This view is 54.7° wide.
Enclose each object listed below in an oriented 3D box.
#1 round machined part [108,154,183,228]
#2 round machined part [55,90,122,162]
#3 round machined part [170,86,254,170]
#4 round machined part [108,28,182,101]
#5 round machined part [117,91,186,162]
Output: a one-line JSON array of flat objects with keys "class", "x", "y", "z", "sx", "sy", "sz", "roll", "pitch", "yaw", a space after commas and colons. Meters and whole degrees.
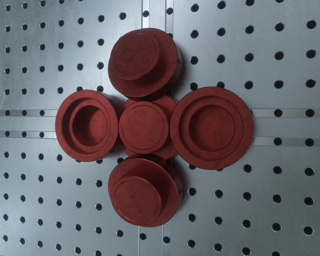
[{"class": "round machined part", "x": -0.024, "y": 0.085, "z": 0.399, "sx": 0.098, "sy": 0.042, "sz": 0.097, "roll": 5, "pitch": 106, "yaw": 18}, {"class": "round machined part", "x": -0.093, "y": -0.003, "z": 0.435, "sx": 0.098, "sy": 0.042, "sz": 0.097, "roll": 0, "pitch": 90, "yaw": 19}, {"class": "round machined part", "x": 0.065, "y": 0.000, "z": 0.380, "sx": 0.098, "sy": 0.042, "sz": 0.097, "roll": 0, "pitch": 90, "yaw": 19}, {"class": "round machined part", "x": -0.025, "y": -0.086, "z": 0.399, "sx": 0.098, "sy": 0.042, "sz": 0.098, "roll": -5, "pitch": 74, "yaw": 20}, {"class": "round machined part", "x": -0.015, "y": -0.001, "z": 0.407, "sx": 0.098, "sy": 0.042, "sz": 0.097, "roll": 0, "pitch": 90, "yaw": 19}]
